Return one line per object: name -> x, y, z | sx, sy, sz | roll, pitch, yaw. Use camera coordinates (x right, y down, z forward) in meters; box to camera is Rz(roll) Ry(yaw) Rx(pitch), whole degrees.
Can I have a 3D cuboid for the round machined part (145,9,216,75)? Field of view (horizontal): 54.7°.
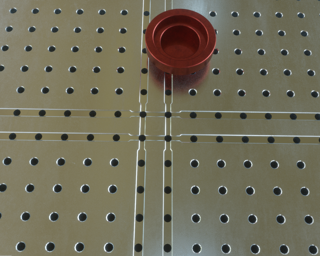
round machined part -> 0.029, -0.119, 0.447 | 0.099, 0.042, 0.098 | 0, 70, -1
